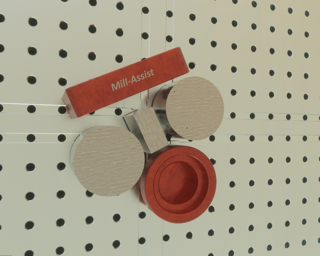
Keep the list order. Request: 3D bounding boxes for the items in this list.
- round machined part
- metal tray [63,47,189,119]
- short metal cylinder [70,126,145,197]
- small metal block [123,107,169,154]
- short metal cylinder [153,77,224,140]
[{"bbox_3d":[0.021,0.071,0.407,0.099,0.042,0.097,0,90,-20],"label":"round machined part"},{"bbox_3d":[-0.043,-0.050,0.358,0.131,0.090,0.030,-25,99,-18],"label":"metal tray"},{"bbox_3d":[-0.064,0.037,0.372,0.081,0.050,0.079,0,90,-20],"label":"short metal cylinder"},{"bbox_3d":[-0.018,0.002,0.388,0.025,0.050,0.050,-27,99,-18],"label":"small metal block"},{"bbox_3d":[0.036,-0.024,0.409,0.081,0.050,0.079,0,90,-20],"label":"short metal cylinder"}]
